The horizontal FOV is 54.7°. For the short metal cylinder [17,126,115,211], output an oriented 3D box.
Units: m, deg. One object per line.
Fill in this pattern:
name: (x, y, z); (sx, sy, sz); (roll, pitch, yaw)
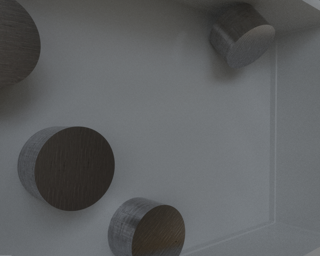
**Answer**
short metal cylinder: (-0.094, 0.038, 0.312); (0.081, 0.050, 0.080); (0, 90, -40)

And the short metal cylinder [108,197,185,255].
short metal cylinder: (-0.016, 0.129, 0.377); (0.081, 0.050, 0.080); (0, 90, -40)

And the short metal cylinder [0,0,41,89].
short metal cylinder: (-0.151, -0.071, 0.263); (0.081, 0.050, 0.080); (0, 90, -40)

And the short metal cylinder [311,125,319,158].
short metal cylinder: (0.399, 0.033, 0.727); (0.081, 0.050, 0.080); (0, 90, -40)

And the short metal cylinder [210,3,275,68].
short metal cylinder: (0.122, -0.136, 0.464); (0.081, 0.080, 0.050); (-3, 53, -40)
